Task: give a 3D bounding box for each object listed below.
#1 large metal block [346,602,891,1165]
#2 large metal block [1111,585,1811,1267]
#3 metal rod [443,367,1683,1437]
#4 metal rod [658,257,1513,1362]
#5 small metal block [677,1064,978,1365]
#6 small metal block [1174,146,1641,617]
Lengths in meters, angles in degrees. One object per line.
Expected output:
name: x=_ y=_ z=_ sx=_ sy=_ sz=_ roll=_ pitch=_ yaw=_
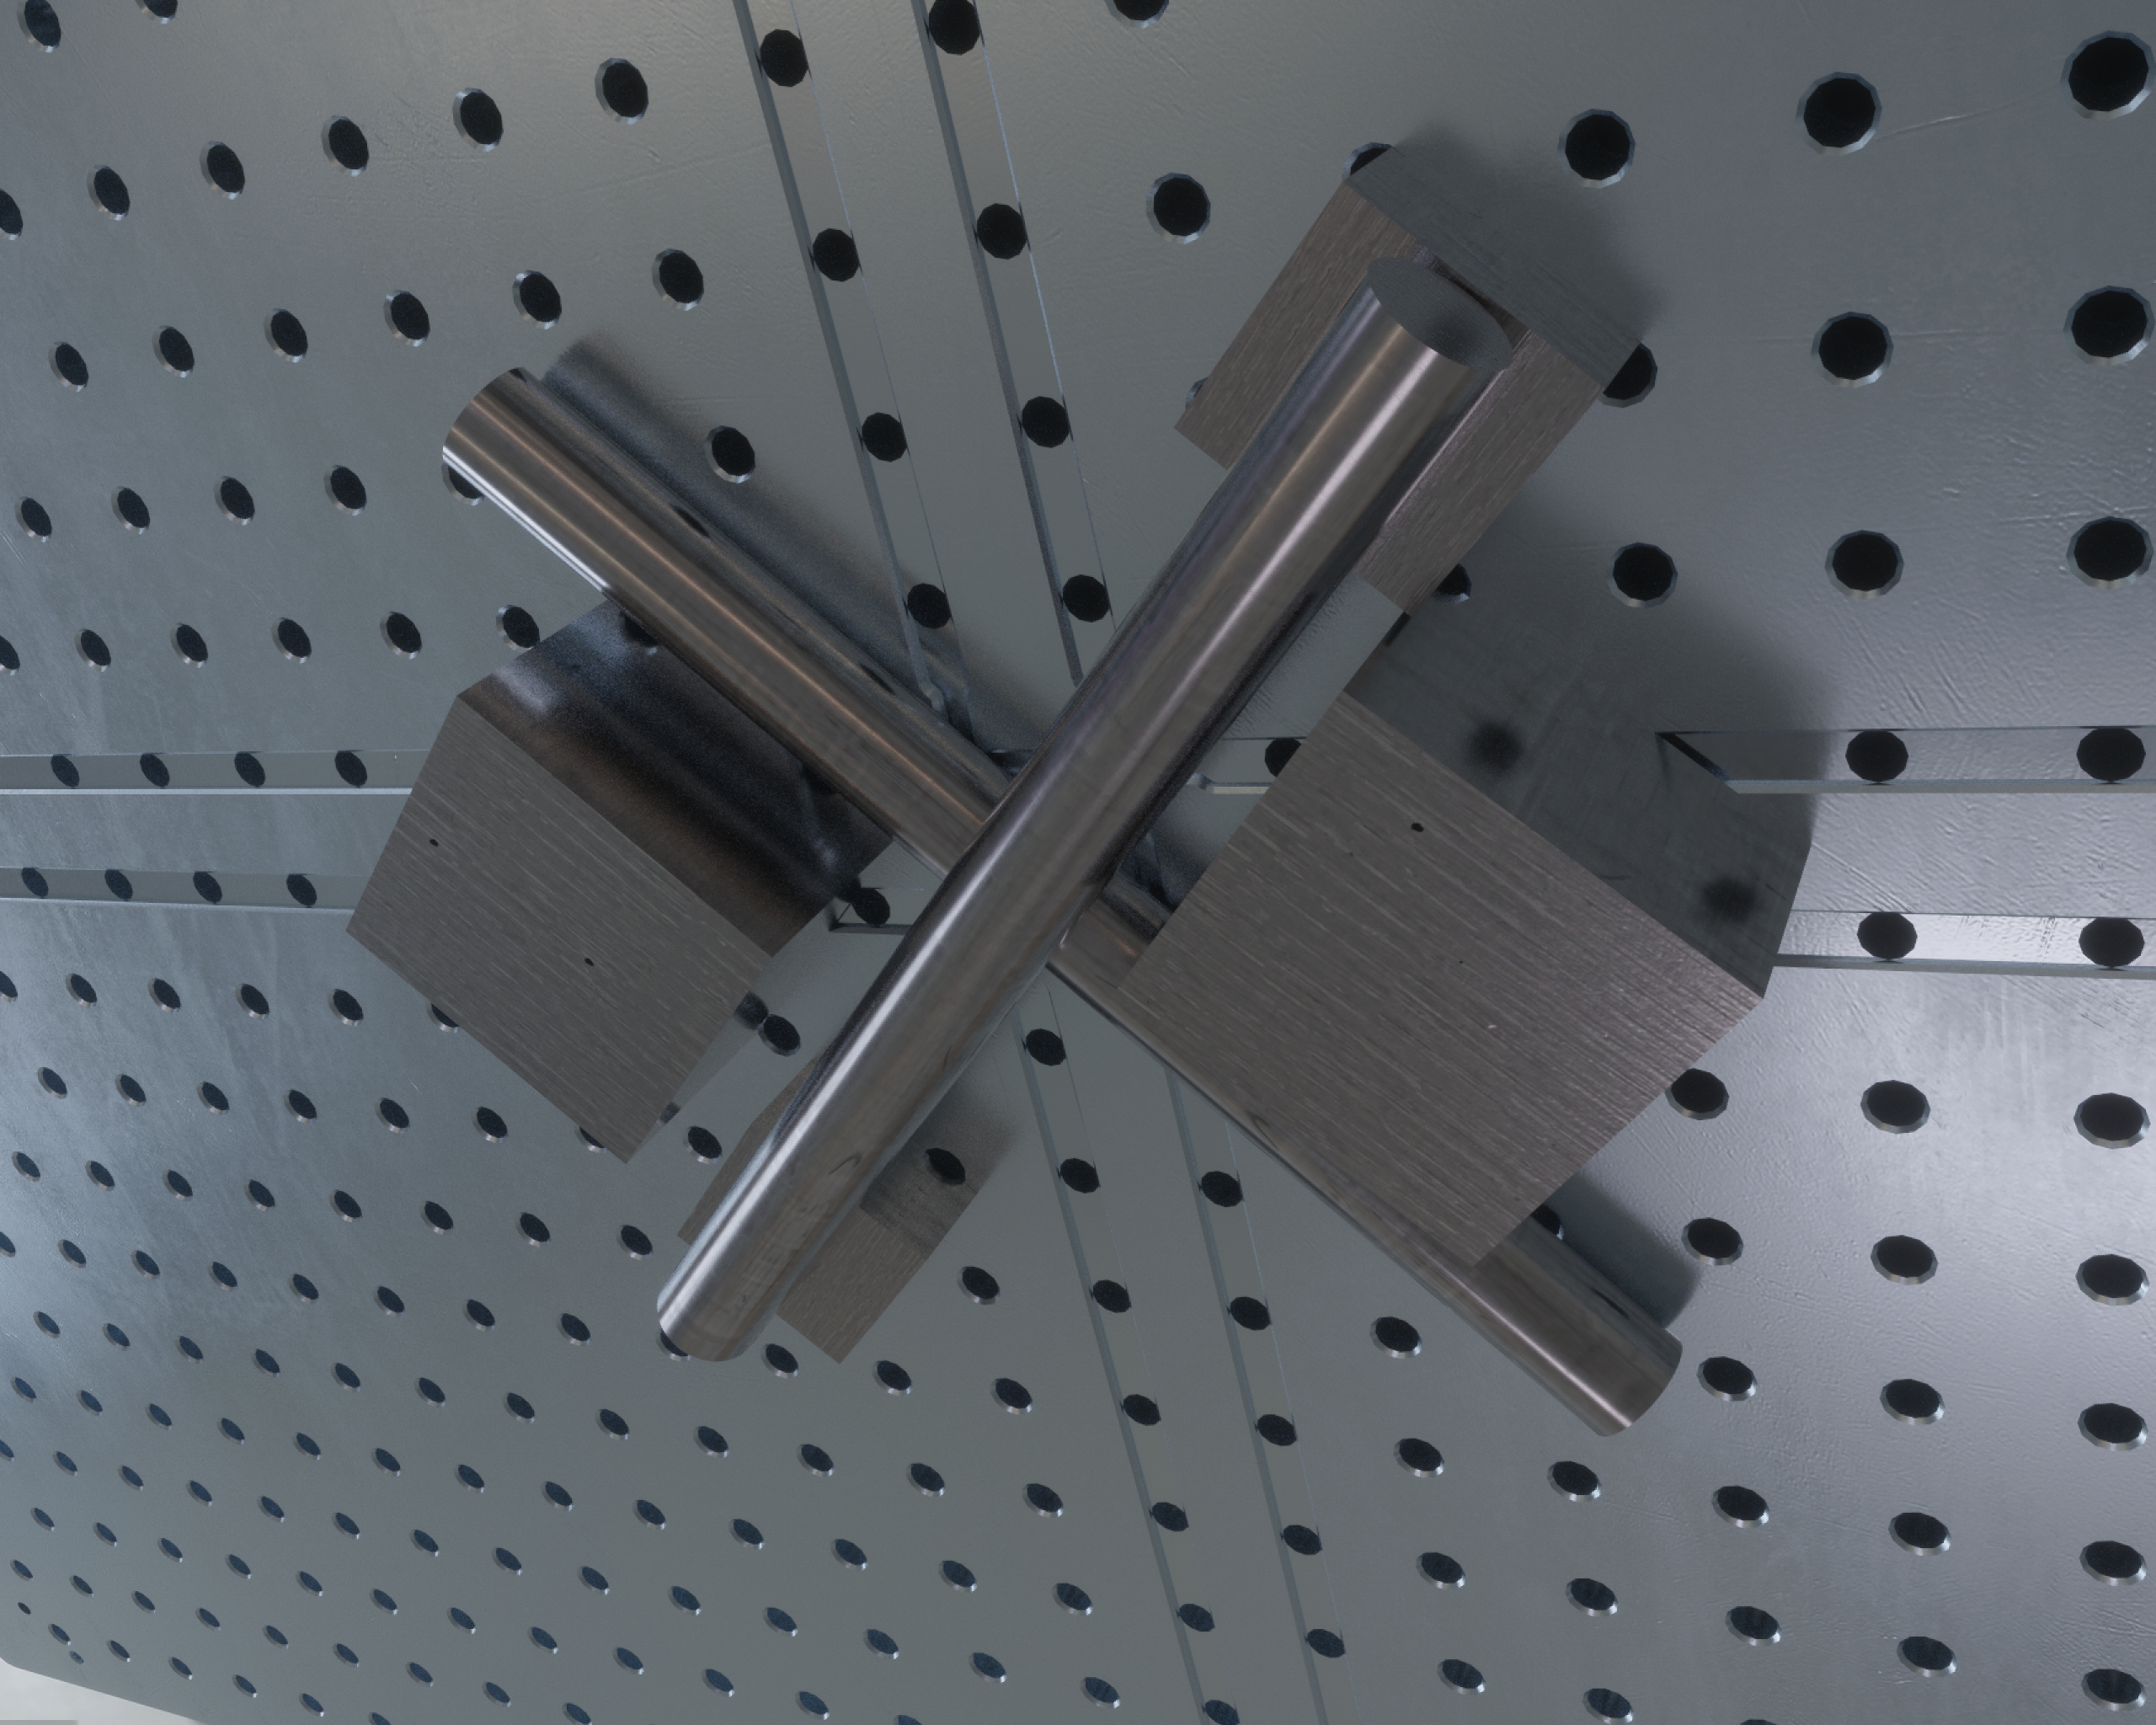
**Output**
large metal block: x=-0.099 y=0.005 z=0.451 sx=0.080 sy=0.050 sz=0.080 roll=40 pitch=129 yaw=1
large metal block: x=0.066 y=0.011 z=0.367 sx=0.080 sy=0.050 sz=0.080 roll=37 pitch=129 yaw=3
metal rod: x=-0.003 y=0.008 z=0.416 sx=0.300 sy=0.025 sz=0.025 roll=40 pitch=129 yaw=0
metal rod: x=-0.017 y=0.013 z=0.395 sx=0.025 sy=0.025 sz=0.298 roll=39 pitch=129 yaw=2
small metal block: x=-0.060 y=0.084 z=0.495 sx=0.050 sy=0.025 sz=0.050 roll=38 pitch=129 yaw=2
small metal block: x=0.052 y=-0.077 z=0.337 sx=0.050 sy=0.025 sz=0.050 roll=39 pitch=129 yaw=1
